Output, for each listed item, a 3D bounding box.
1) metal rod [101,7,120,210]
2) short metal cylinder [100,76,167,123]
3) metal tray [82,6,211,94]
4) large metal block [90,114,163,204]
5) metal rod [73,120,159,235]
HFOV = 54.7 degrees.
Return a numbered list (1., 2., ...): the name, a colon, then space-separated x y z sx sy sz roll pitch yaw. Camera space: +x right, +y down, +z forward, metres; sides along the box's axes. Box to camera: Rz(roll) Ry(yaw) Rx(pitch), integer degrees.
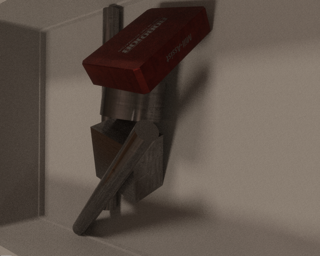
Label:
1. metal rod: -0.075 -0.028 0.466 0.025 0.025 0.298 2 91 39
2. short metal cylinder: -0.034 -0.038 0.397 0.080 0.081 0.050 12 98 39
3. metal tray: -0.013 -0.095 0.357 0.090 0.130 0.030 16 142 38
4. large metal block: -0.043 0.038 0.407 0.080 0.050 0.079 25 128 37
5. metal rod: -0.072 0.084 0.404 0.025 0.025 0.298 61 142 21
